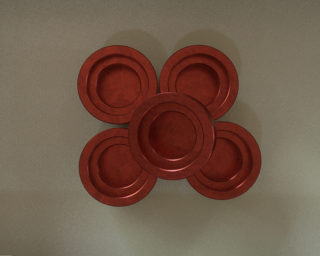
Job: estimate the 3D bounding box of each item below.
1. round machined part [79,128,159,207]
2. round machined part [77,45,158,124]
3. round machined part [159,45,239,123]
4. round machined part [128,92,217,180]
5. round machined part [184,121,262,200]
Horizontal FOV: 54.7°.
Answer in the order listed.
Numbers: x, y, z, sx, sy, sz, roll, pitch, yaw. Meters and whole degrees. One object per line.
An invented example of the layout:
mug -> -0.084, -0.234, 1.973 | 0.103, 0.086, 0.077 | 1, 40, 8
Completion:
round machined part -> -0.051, 0.048, 0.401 | 0.099, 0.042, 0.097 | 0, 90, -1
round machined part -> -0.052, -0.053, 0.400 | 0.099, 0.042, 0.097 | 0, 90, -1
round machined part -> 0.048, -0.054, 0.402 | 0.099, 0.042, 0.097 | 0, 90, -1
round machined part -> 0.016, 0.008, 0.359 | 0.098, 0.042, 0.097 | 2, 95, 18
round machined part -> 0.076, 0.040, 0.402 | 0.099, 0.042, 0.097 | 0, 90, -1
